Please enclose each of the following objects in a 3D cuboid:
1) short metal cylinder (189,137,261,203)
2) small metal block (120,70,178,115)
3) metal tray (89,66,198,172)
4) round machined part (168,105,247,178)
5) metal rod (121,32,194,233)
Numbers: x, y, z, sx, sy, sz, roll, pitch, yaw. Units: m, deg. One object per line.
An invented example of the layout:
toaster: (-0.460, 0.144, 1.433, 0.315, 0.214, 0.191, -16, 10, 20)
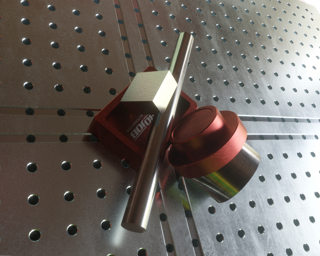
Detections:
short metal cylinder: (0.078, 0.046, 0.387, 0.050, 0.080, 0.080, 40, 51, -2)
small metal block: (-0.013, -0.044, 0.385, 0.025, 0.050, 0.050, 54, 51, -41)
metal tray: (-0.017, -0.015, 0.406, 0.090, 0.030, 0.131, 40, 51, -1)
round machined part: (0.049, 0.010, 0.370, 0.042, 0.098, 0.098, 52, 48, -20)
metal rod: (0.007, -0.020, 0.387, 0.025, 0.025, 0.300, 25, 53, -13)
